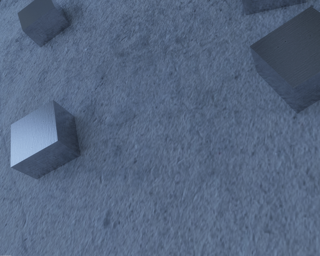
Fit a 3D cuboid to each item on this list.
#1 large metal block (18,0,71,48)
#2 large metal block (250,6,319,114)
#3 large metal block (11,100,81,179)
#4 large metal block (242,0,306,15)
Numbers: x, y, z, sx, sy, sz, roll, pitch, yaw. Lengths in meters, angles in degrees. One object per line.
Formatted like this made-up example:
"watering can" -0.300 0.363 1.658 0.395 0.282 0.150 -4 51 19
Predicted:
"large metal block" -0.246 -0.231 0.655 0.080 0.050 0.080 -35 52 4
"large metal block" 0.163 -0.077 0.350 0.080 0.050 0.080 -33 52 6
"large metal block" -0.173 0.018 0.465 0.080 0.050 0.080 -28 52 10
"large metal block" 0.159 -0.215 0.436 0.080 0.050 0.080 -4 60 26
